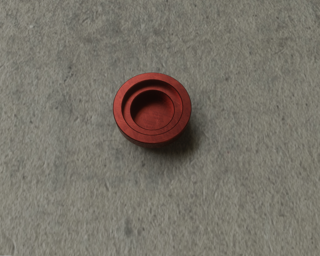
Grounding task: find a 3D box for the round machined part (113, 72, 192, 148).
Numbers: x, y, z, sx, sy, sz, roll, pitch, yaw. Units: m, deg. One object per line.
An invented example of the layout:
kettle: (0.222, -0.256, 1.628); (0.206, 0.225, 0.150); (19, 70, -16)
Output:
round machined part: (-0.010, -0.020, 0.406); (0.099, 0.042, 0.098); (0, 70, -1)
